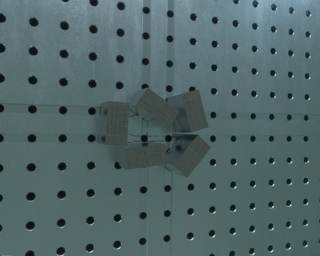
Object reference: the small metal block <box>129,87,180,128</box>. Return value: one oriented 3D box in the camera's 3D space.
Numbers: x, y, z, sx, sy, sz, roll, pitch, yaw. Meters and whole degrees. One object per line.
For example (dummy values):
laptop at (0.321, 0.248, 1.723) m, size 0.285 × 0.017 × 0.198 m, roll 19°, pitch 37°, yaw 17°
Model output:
small metal block at (-0.010, -0.024, 0.395) m, size 0.050 × 0.050 × 0.025 m, roll 35°, pitch 80°, yaw -17°

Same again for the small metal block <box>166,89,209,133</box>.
small metal block at (0.035, -0.021, 0.411) m, size 0.025 × 0.050 × 0.050 m, roll -17°, pitch 95°, yaw -19°

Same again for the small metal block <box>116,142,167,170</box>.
small metal block at (-0.025, 0.034, 0.390) m, size 0.050 × 0.050 × 0.025 m, roll -5°, pitch 92°, yaw -20°

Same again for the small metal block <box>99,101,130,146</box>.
small metal block at (-0.057, -0.005, 0.378) m, size 0.025 × 0.050 × 0.050 m, roll 4°, pitch 89°, yaw -20°

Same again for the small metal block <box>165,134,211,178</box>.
small metal block at (0.033, 0.035, 0.410) m, size 0.025 × 0.050 × 0.050 m, roll 44°, pitch 76°, yaw -14°
